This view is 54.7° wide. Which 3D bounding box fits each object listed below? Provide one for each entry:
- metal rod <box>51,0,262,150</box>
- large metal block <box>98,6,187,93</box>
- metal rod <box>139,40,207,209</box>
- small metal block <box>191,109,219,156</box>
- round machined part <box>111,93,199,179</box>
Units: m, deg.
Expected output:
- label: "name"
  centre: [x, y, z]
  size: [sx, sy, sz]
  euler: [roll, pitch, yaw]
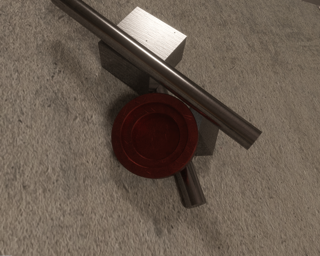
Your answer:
- label: "metal rod"
  centre: [-0.014, -0.077, 0.362]
  size: [0.300, 0.025, 0.025]
  euler: [38, 50, 12]
- label: "large metal block"
  centre: [-0.023, -0.102, 0.415]
  size: [0.080, 0.050, 0.080]
  euler: [35, 67, 11]
- label: "metal rod"
  centre: [0.002, -0.038, 0.429]
  size: [0.025, 0.025, 0.299]
  euler: [-4, 64, -30]
- label: "small metal block"
  centre: [0.056, 0.003, 0.418]
  size: [0.050, 0.025, 0.050]
  euler: [57, 41, -36]
- label: "round machined part"
  centre: [-0.004, 0.011, 0.365]
  size: [0.098, 0.042, 0.098]
  euler: [-2, 77, 9]
